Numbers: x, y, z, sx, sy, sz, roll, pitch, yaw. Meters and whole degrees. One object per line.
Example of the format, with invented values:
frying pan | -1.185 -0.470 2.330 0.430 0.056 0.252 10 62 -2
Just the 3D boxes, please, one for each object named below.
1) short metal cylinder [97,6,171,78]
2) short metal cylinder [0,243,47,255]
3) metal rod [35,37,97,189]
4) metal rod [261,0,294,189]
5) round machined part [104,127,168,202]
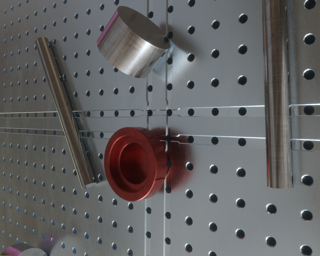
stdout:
short metal cylinder | -0.034 -0.111 0.401 0.050 0.081 0.080 -48 62 30
short metal cylinder | -0.262 0.266 0.591 0.050 0.081 0.080 -4 88 40
metal rod | -0.171 -0.037 0.551 0.025 0.025 0.299 -36 68 34
metal rod | 0.117 -0.091 0.312 0.025 0.025 0.298 -2 89 40
round machined part | -0.028 0.047 0.422 0.098 0.042 0.097 0 90 40
